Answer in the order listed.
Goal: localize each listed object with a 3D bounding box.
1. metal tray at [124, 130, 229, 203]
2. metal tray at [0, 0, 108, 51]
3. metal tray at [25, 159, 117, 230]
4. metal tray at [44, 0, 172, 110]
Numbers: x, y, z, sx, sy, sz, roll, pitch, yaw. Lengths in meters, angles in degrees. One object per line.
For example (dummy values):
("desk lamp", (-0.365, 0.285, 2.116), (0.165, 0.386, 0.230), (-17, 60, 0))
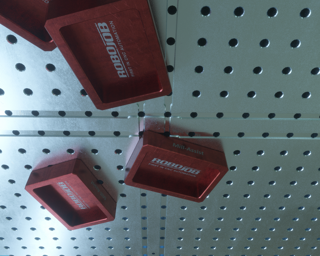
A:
("metal tray", (0.023, 0.061, 0.460), (0.131, 0.030, 0.089), (17, 128, -15))
("metal tray", (-0.118, -0.130, 0.264), (0.090, 0.030, 0.130), (-28, 148, 22))
("metal tray", (-0.139, 0.112, 0.501), (0.090, 0.030, 0.130), (-17, 129, 13))
("metal tray", (-0.044, -0.076, 0.316), (0.090, 0.030, 0.130), (-13, 145, 5))
